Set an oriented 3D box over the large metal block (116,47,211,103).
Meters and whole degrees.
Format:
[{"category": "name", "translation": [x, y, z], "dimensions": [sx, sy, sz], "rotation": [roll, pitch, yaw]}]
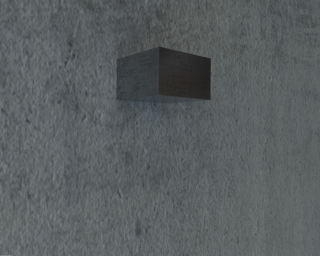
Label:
[{"category": "large metal block", "translation": [0.004, -0.059, 0.374], "dimensions": [0.081, 0.080, 0.050], "rotation": [1, 90, -40]}]
